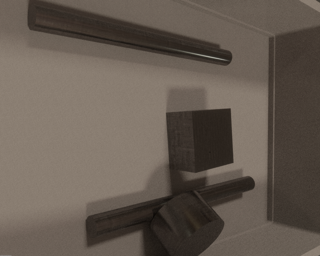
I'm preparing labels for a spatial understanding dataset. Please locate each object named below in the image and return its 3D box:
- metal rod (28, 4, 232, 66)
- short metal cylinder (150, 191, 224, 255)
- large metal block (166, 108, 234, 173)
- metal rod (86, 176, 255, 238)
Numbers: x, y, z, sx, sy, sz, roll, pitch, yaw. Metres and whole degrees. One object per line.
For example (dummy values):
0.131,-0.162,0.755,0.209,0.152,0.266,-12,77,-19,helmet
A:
-0.010,-0.110,0.400,0.302,0.025,0.025,-1,91,-40,metal rod
0.035,0.127,0.398,0.081,0.050,0.079,-24,139,-23,short metal cylinder
0.058,0.015,0.441,0.081,0.050,0.079,-7,95,-40,large metal block
0.039,0.103,0.441,0.302,0.025,0.025,-3,93,-40,metal rod
